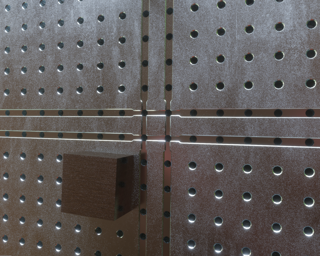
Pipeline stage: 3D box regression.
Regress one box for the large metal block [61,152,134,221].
[{"bbox_3d":[-0.086,0.076,0.428,0.080,0.050,0.079,3,91,19],"label":"large metal block"}]
